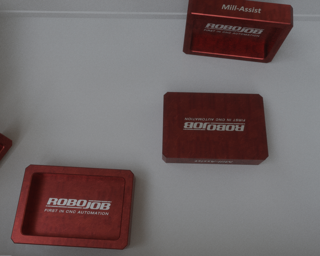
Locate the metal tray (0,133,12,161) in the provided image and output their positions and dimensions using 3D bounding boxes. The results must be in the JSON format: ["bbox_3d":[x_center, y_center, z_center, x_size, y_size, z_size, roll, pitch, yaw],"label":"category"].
[{"bbox_3d":[-0.240,0.021,0.342,0.030,0.130,0.090,23,71,24],"label":"metal tray"}]

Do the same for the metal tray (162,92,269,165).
[{"bbox_3d":[0.069,0.000,0.407,0.131,0.030,0.090,1,70,0],"label":"metal tray"}]

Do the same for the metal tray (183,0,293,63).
[{"bbox_3d":[0.100,-0.132,0.423,0.131,0.090,0.030,7,71,2],"label":"metal tray"}]

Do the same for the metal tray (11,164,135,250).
[{"bbox_3d":[-0.099,0.094,0.371,0.131,0.030,0.090,3,70,1],"label":"metal tray"}]
